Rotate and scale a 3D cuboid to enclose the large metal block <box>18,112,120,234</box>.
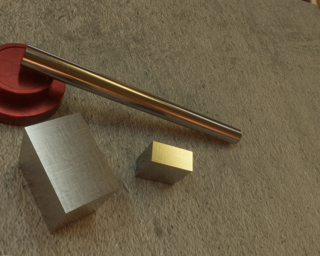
[{"bbox_3d":[-0.090,0.044,0.294,0.050,0.080,0.080,-21,73,-36],"label":"large metal block"}]

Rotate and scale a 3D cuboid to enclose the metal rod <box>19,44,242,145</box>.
[{"bbox_3d":[-0.013,-0.031,0.386,0.302,0.025,0.025,19,54,-29],"label":"metal rod"}]

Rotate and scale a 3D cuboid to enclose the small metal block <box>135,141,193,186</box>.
[{"bbox_3d":[0.004,0.043,0.365,0.050,0.050,0.025,17,55,-19],"label":"small metal block"}]

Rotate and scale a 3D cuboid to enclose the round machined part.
[{"bbox_3d":[-0.155,-0.054,0.343,0.099,0.042,0.098,14,56,-21],"label":"round machined part"}]
